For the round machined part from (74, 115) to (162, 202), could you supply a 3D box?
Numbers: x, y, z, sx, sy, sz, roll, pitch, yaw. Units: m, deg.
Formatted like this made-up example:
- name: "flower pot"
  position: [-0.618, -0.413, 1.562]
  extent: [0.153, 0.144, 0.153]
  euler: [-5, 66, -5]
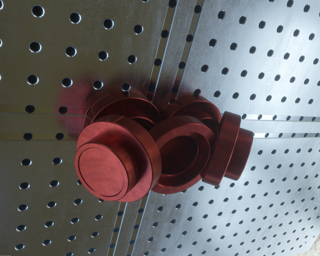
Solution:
- name: "round machined part"
  position: [-0.051, 0.038, 0.331]
  extent: [0.042, 0.098, 0.097]
  euler: [-39, 144, -55]

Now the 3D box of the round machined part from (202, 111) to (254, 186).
- name: "round machined part"
  position: [0.090, 0.030, 0.404]
  extent: [0.042, 0.098, 0.097]
  euler: [18, 115, 8]

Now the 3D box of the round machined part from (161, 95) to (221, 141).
- name: "round machined part"
  position: [0.045, 0.007, 0.430]
  extent: [0.099, 0.042, 0.097]
  euler: [-14, 125, -21]

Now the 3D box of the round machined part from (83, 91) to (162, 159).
- name: "round machined part"
  position: [-0.041, 0.007, 0.383]
  extent: [0.099, 0.042, 0.097]
  euler: [-14, 125, -21]

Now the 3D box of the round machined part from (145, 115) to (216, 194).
- name: "round machined part"
  position: [0.016, 0.028, 0.372]
  extent: [0.099, 0.042, 0.097]
  euler: [-14, 125, -21]
